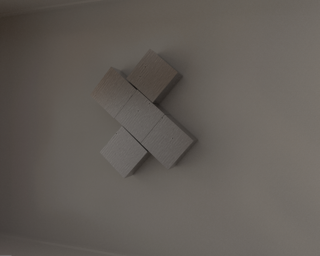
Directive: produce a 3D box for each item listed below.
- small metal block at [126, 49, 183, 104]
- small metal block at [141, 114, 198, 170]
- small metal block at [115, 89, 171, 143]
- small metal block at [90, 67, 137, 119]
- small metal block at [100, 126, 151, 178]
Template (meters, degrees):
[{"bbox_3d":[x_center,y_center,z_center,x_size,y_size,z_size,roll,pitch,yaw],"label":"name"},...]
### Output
[{"bbox_3d":[-0.007,-0.067,0.410,0.050,0.025,0.050,43,102,14],"label":"small metal block"},{"bbox_3d":[0.012,0.018,0.404,0.050,0.025,0.050,43,103,15],"label":"small metal block"},{"bbox_3d":[-0.023,-0.015,0.416,0.050,0.025,0.050,43,103,15],"label":"small metal block"},{"bbox_3d":[-0.060,-0.048,0.429,0.050,0.025,0.050,43,103,15],"label":"small metal block"},{"bbox_3d":[-0.045,0.032,0.425,0.050,0.025,0.050,45,104,14],"label":"small metal block"}]
